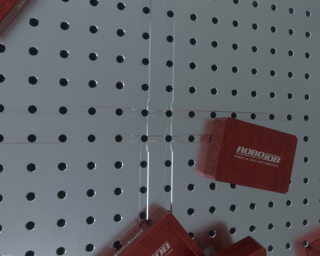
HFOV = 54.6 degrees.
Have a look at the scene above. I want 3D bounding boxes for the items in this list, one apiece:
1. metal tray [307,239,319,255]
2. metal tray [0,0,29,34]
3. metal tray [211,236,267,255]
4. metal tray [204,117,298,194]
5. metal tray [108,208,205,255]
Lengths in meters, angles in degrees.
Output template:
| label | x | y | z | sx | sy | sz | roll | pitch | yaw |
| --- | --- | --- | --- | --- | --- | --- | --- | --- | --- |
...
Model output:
| label | x | y | z | sx | sy | sz | roll | pitch | yaw |
| --- | --- | --- | --- | --- | --- | --- | --- | --- | --- |
| metal tray | 0.304 | 0.246 | 0.521 | 0.091 | 0.030 | 0.129 | -17 | 96 | -19 |
| metal tray | -0.182 | -0.181 | 0.342 | 0.090 | 0.030 | 0.130 | 37 | 78 | -16 |
| metal tray | 0.106 | 0.226 | 0.431 | 0.091 | 0.030 | 0.129 | -19 | 112 | -19 |
| metal tray | 0.137 | 0.042 | 0.460 | 0.131 | 0.030 | 0.090 | 14 | 85 | -20 |
| metal tray | -0.014 | 0.182 | 0.404 | 0.130 | 0.030 | 0.090 | -40 | 103 | -16 |
